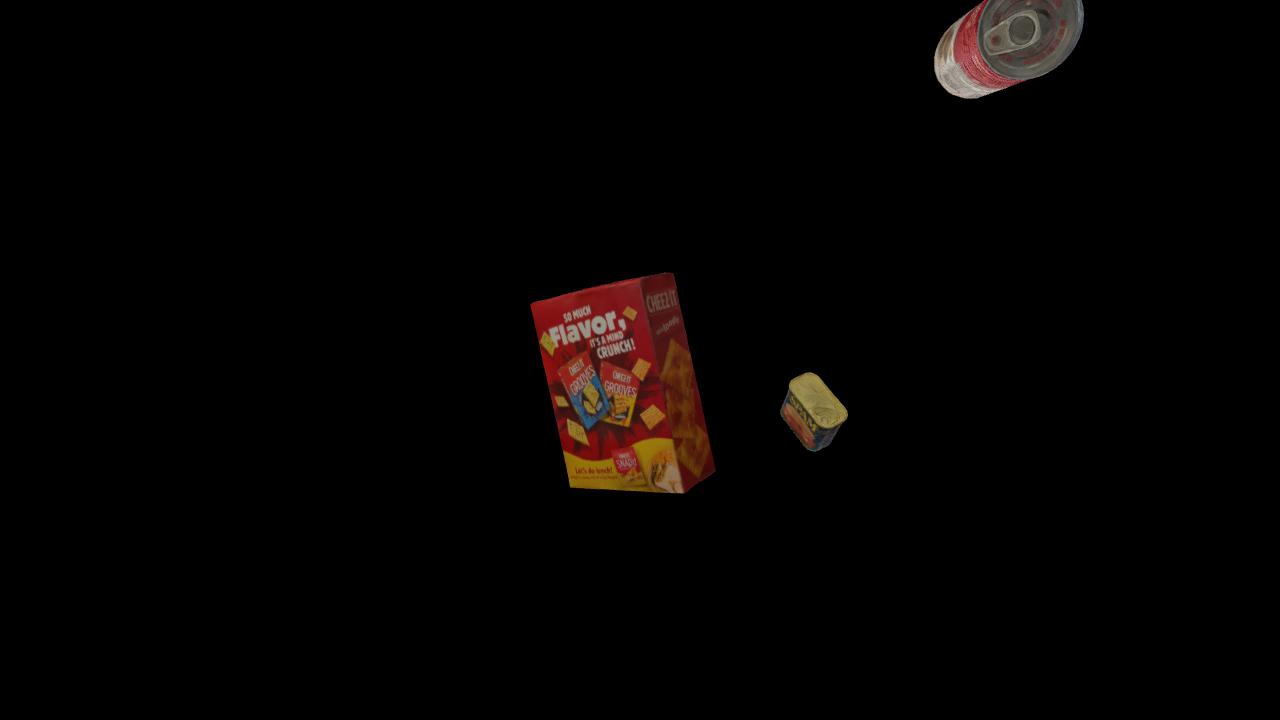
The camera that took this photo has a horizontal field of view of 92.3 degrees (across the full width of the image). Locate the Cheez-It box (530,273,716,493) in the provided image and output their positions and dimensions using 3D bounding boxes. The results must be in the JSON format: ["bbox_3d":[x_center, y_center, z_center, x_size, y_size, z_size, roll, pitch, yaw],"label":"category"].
[{"bbox_3d":[-0.022,0.029,0.673,0.166,0.223,0.071,-7,9,39],"label":"Cheez-It box"}]

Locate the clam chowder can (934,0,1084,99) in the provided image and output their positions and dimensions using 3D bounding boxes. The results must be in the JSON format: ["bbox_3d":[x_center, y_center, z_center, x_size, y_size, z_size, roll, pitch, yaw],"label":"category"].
[{"bbox_3d":[0.274,-0.241,0.468,0.068,0.068,0.102,0,15,8],"label":"clam chowder can"}]

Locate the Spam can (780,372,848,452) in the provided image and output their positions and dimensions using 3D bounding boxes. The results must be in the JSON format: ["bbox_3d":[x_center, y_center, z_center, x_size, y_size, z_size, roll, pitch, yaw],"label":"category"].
[{"bbox_3d":[0.279,0.086,0.999,0.058,0.101,0.085,-22,-32,-16],"label":"Spam can"}]
